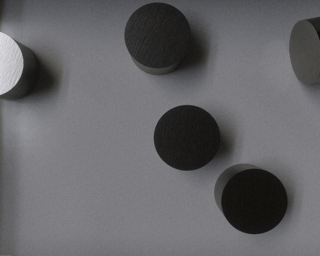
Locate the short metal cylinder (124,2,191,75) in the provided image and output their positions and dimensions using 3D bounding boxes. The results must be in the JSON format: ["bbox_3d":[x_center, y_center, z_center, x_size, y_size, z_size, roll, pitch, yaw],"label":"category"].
[{"bbox_3d":[-0.003,-0.112,0.399,0.081,0.050,0.080,0,90,0],"label":"short metal cylinder"}]

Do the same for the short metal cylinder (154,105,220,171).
[{"bbox_3d":[0.033,0.012,0.399,0.081,0.050,0.080,0,90,0],"label":"short metal cylinder"}]

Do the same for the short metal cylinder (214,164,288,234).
[{"bbox_3d":[0.114,0.089,0.400,0.081,0.050,0.080,0,90,0],"label":"short metal cylinder"}]

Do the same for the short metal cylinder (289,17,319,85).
[{"bbox_3d":[0.204,-0.098,0.385,0.050,0.080,0.080,-11,90,0],"label":"short metal cylinder"}]

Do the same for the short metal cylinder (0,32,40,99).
[{"bbox_3d":[-0.205,-0.078,0.397,0.081,0.050,0.080,0,90,0],"label":"short metal cylinder"}]
